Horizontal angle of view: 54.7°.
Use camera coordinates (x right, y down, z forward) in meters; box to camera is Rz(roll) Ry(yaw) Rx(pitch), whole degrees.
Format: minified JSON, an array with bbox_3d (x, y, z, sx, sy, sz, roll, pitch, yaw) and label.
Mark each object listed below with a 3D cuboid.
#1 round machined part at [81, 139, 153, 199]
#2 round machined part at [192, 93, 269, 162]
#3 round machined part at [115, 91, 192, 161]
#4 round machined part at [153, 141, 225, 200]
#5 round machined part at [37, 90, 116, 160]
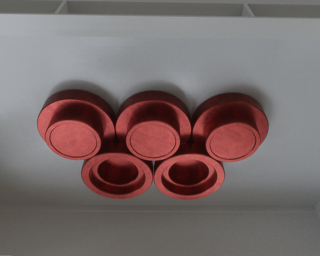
[{"bbox_3d":[-0.058,0.055,0.441,0.099,0.042,0.097,0,130,0],"label":"round machined part"},{"bbox_3d":[0.091,0.007,0.401,0.099,0.042,0.097,0,129,0],"label":"round machined part"},{"bbox_3d":[-0.009,0.004,0.398,0.099,0.042,0.097,0,129,0],"label":"round machined part"},{"bbox_3d":[0.040,0.056,0.444,0.099,0.042,0.097,0,130,0],"label":"round machined part"},{"bbox_3d":[-0.107,0.003,0.396,0.099,0.042,0.097,-1,129,-1],"label":"round machined part"}]
